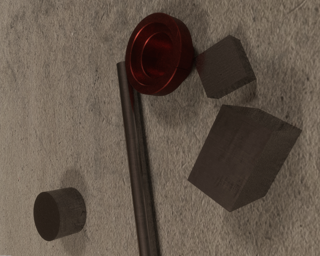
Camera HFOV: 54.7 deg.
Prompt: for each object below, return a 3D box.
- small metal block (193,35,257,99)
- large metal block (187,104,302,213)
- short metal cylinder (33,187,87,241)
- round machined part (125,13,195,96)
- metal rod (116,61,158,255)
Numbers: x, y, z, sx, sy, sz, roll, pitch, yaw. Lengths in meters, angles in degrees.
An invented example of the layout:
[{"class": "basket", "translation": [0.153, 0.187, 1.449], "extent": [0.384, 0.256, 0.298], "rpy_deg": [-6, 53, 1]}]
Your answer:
[{"class": "small metal block", "translation": [0.071, -0.066, 0.345], "extent": [0.050, 0.025, 0.050], "rpy_deg": [-28, 73, 36]}, {"class": "large metal block", "translation": [0.083, 0.026, 0.300], "extent": [0.050, 0.081, 0.079], "rpy_deg": [34, 111, 34]}, {"class": "short metal cylinder", "translation": [-0.171, 0.145, 0.526], "extent": [0.080, 0.050, 0.079], "rpy_deg": [0, 90, 39]}, {"class": "round machined part", "translation": [0.004, -0.088, 0.385], "extent": [0.098, 0.042, 0.097], "rpy_deg": [-2, 86, 45]}, {"class": "metal rod", "translation": [-0.030, 0.055, 0.427], "extent": [0.025, 0.025, 0.298], "rpy_deg": [-12, 82, 39]}]
